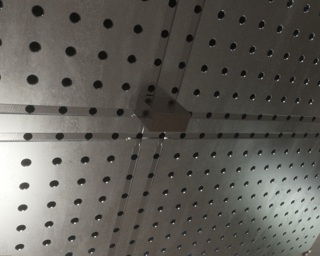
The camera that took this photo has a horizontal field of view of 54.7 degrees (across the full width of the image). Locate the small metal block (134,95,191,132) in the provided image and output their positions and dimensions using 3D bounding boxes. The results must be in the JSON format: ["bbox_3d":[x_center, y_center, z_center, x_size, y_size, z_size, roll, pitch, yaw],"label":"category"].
[{"bbox_3d":[0.002,-0.018,0.387,0.050,0.050,0.025,1,118,-29],"label":"small metal block"}]
